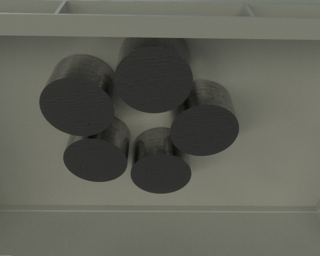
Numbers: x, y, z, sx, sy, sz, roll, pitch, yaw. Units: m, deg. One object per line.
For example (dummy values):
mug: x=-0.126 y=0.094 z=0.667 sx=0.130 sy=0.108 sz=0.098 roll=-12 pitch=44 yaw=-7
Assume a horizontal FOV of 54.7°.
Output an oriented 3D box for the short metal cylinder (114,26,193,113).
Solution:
short metal cylinder: x=-0.006 y=-0.063 z=0.336 sx=0.081 sy=0.050 sz=0.079 roll=0 pitch=130 yaw=0

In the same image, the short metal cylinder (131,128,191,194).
short metal cylinder: x=0.001 y=0.046 z=0.429 sx=0.081 sy=0.050 sz=0.079 roll=0 pitch=130 yaw=0

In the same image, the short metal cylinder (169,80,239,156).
short metal cylinder: x=0.052 y=-0.011 z=0.381 sx=0.081 sy=0.050 sz=0.079 roll=0 pitch=130 yaw=0

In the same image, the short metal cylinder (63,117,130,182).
short metal cylinder: x=-0.082 y=0.027 z=0.412 sx=0.081 sy=0.050 sz=0.079 roll=0 pitch=130 yaw=0

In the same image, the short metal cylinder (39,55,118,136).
short metal cylinder: x=-0.090 y=-0.037 z=0.358 sx=0.081 sy=0.050 sz=0.079 roll=0 pitch=130 yaw=0
